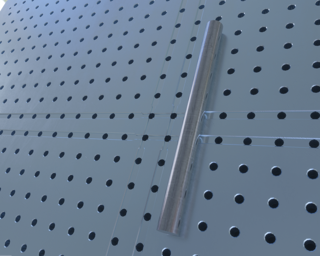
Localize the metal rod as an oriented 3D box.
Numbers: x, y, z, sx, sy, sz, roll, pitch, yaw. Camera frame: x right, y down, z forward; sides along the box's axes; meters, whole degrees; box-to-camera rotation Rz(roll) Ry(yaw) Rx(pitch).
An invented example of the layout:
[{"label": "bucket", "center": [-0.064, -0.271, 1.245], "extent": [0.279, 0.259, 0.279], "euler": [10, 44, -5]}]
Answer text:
[{"label": "metal rod", "center": [0.044, -0.018, 0.396], "extent": [0.025, 0.025, 0.300], "euler": [1, 62, 29]}]
